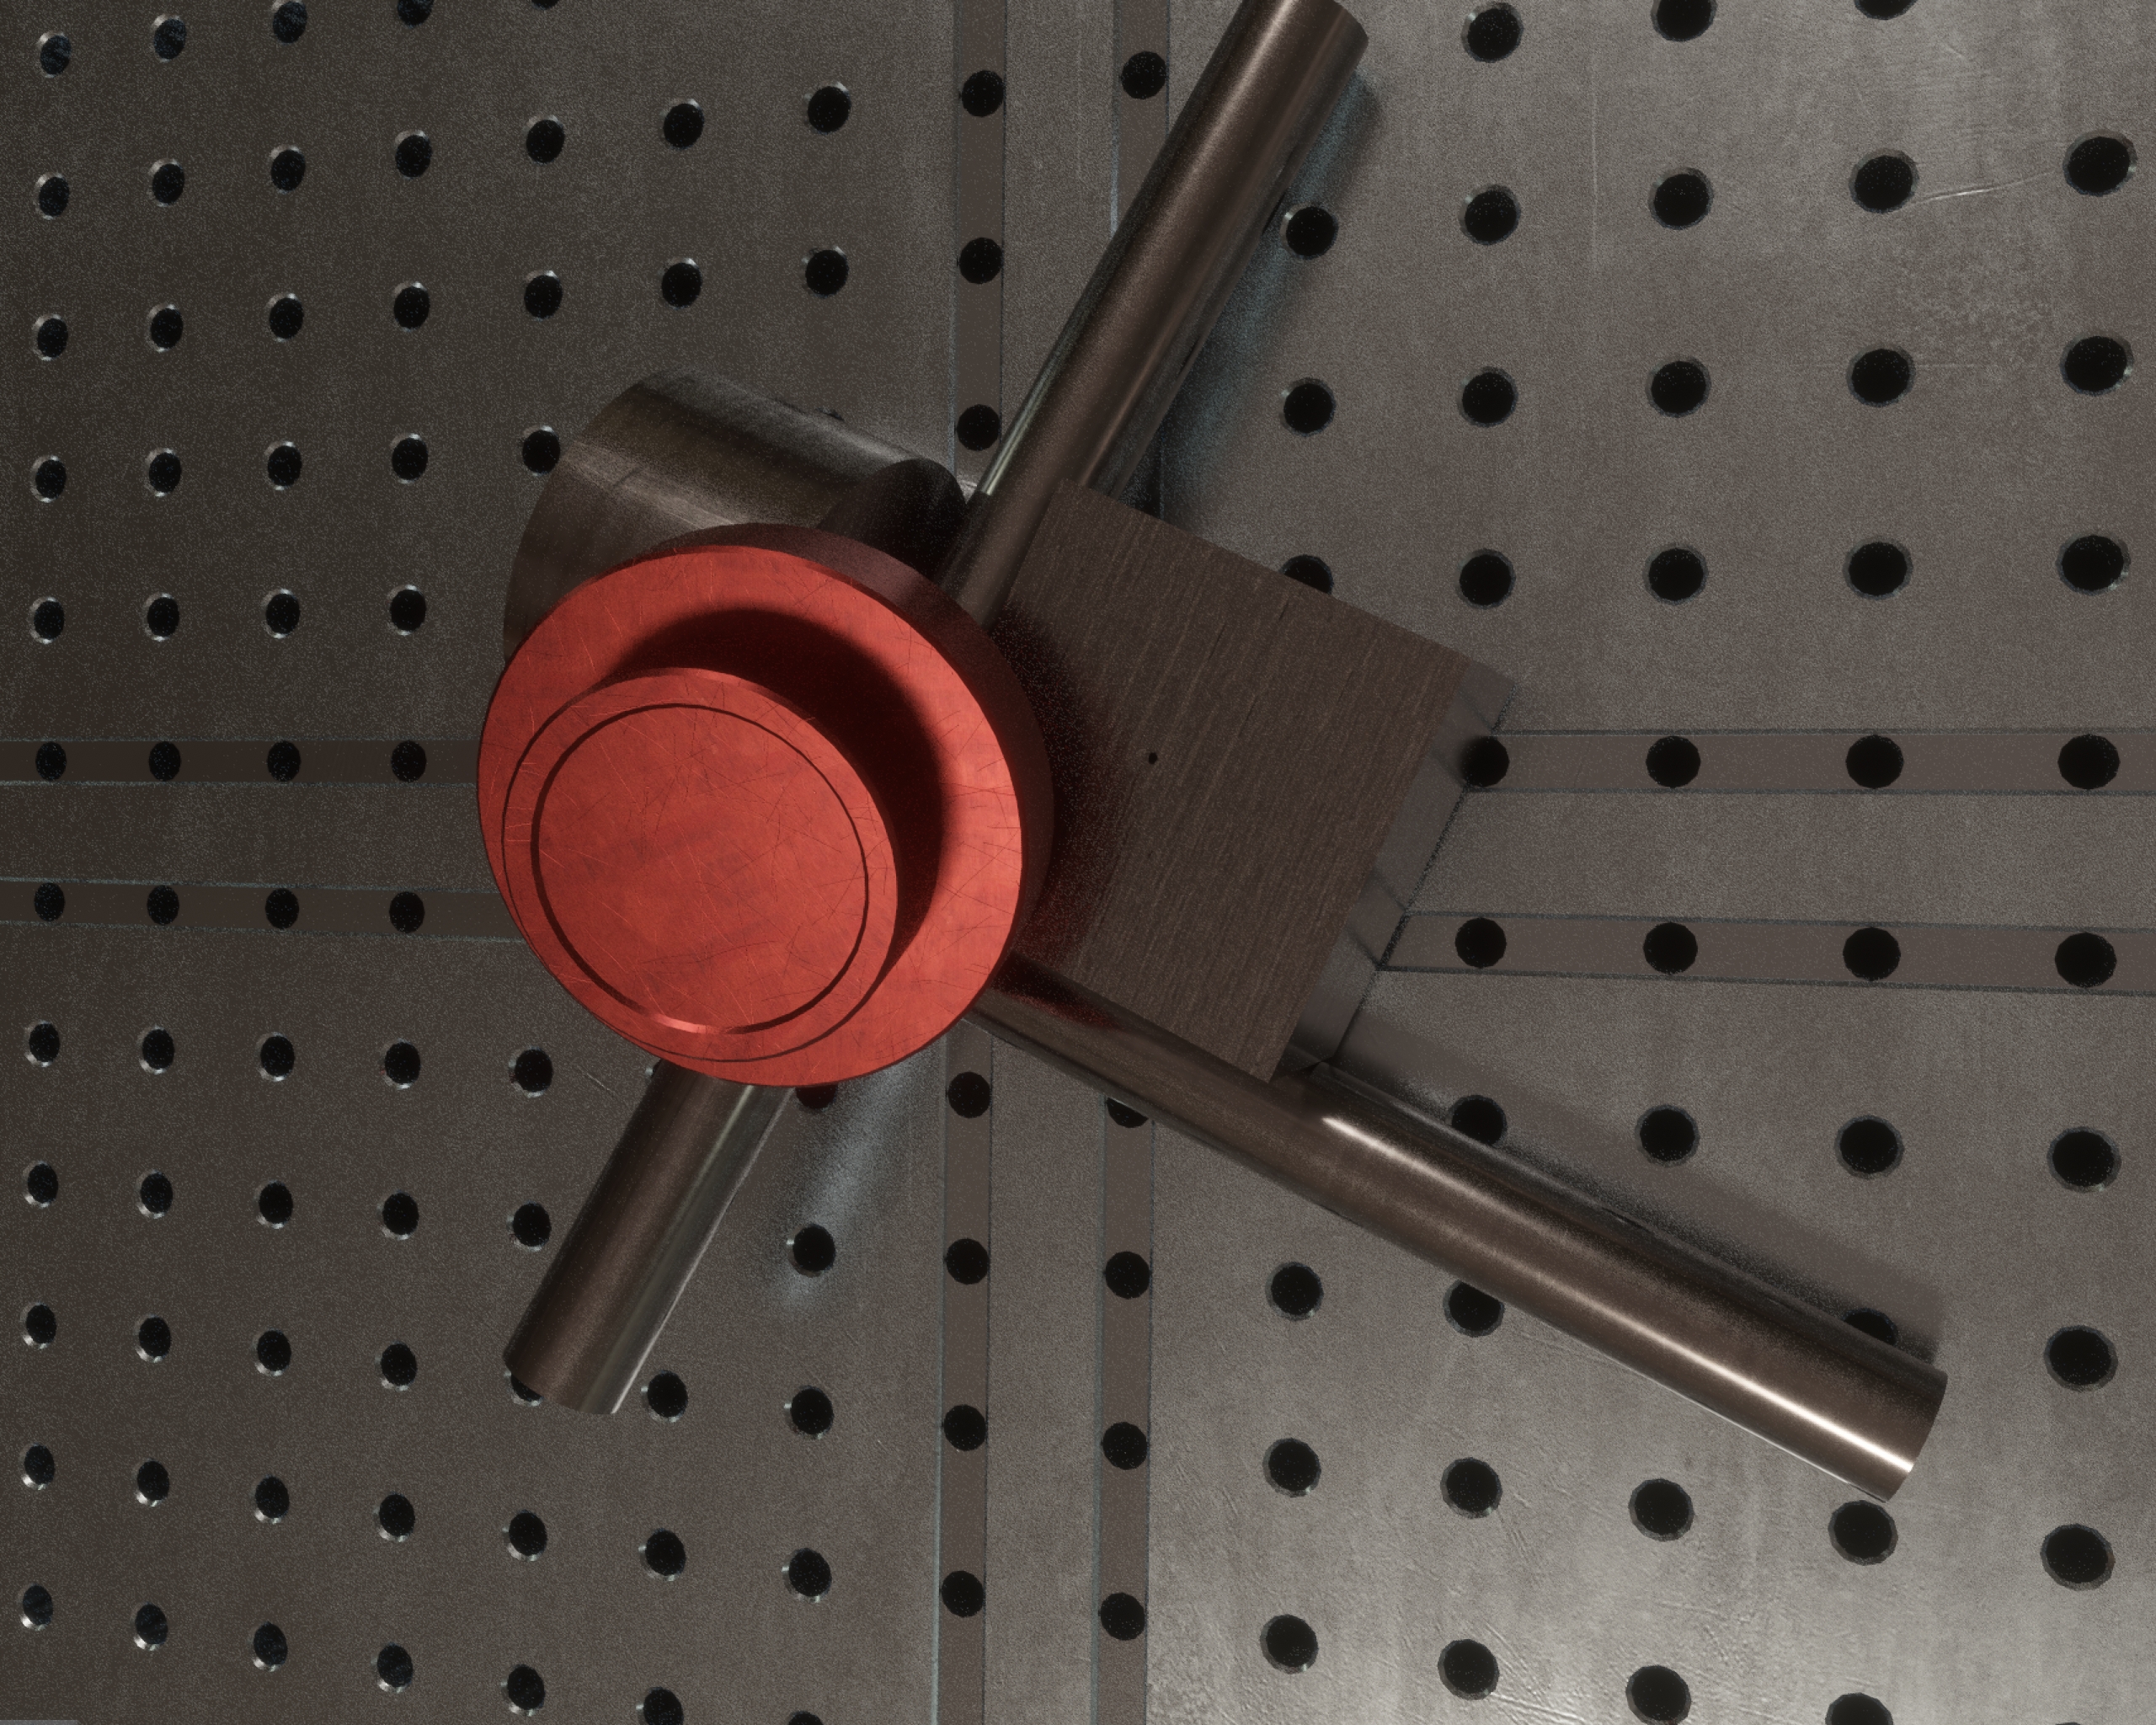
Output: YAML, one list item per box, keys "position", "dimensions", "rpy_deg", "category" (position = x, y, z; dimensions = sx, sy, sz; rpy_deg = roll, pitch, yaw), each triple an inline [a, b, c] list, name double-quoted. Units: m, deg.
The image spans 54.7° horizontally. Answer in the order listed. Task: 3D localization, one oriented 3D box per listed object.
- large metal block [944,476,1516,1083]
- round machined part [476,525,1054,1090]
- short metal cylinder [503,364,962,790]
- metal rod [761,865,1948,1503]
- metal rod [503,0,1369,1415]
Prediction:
- position: [0.023, -0.015, 0.387]
  dimensions: [0.080, 0.050, 0.080]
  rpy_deg: [27, 99, 17]
  category: "large metal block"
- position: [-0.057, -0.005, 0.353]
  dimensions: [0.098, 0.042, 0.097]
  rpy_deg: [4, 111, 11]
  category: "round machined part"
- position: [-0.064, -0.050, 0.404]
  dimensions: [0.050, 0.080, 0.080]
  rpy_deg: [26, 99, 18]
  category: "short metal cylinder"
- position: [0.016, 0.037, 0.405]
  dimensions: [0.301, 0.025, 0.025]
  rpy_deg: [26, 99, 17]
  category: "metal rod"
- position: [-0.028, -0.030, 0.401]
  dimensions: [0.025, 0.025, 0.299]
  rpy_deg: [29, 92, 17]
  category: "metal rod"
